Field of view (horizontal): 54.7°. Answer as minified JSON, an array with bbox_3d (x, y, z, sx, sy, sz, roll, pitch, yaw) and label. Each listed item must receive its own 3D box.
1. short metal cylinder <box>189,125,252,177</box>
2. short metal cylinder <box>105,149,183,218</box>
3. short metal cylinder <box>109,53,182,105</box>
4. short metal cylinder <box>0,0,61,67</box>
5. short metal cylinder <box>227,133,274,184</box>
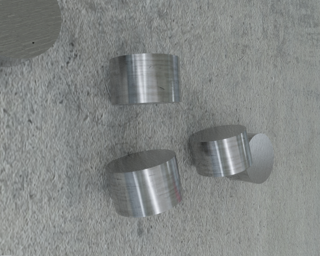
[{"bbox_3d":[0.086,0.031,0.441,0.081,0.080,0.050,-22,104,-38],"label":"short metal cylinder"},{"bbox_3d":[-0.017,0.060,0.355,0.081,0.080,0.050,-19,102,-38],"label":"short metal cylinder"},{"bbox_3d":[-0.016,-0.053,0.355,0.081,0.080,0.050,-5,94,-40],"label":"short metal cylinder"},{"bbox_3d":[-0.136,-0.097,0.274,0.081,0.050,0.080,0,90,-40],"label":"short metal cylinder"},{"bbox_3d":[0.143,0.048,0.508,0.081,0.050,0.080,0,90,-40],"label":"short metal cylinder"}]
